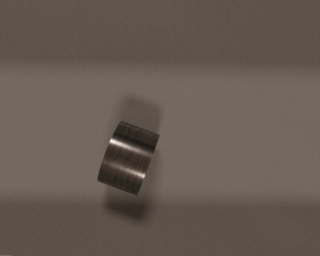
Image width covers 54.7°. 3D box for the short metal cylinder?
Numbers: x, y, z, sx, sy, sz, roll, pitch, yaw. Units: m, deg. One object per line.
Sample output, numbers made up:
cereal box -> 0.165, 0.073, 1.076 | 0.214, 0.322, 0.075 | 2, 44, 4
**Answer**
short metal cylinder -> -0.038, 0.037, 0.384 | 0.050, 0.080, 0.080 | 21, 90, 0
